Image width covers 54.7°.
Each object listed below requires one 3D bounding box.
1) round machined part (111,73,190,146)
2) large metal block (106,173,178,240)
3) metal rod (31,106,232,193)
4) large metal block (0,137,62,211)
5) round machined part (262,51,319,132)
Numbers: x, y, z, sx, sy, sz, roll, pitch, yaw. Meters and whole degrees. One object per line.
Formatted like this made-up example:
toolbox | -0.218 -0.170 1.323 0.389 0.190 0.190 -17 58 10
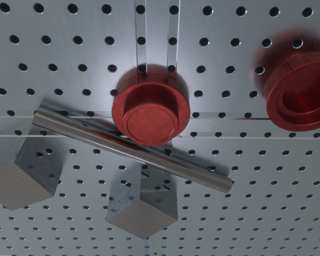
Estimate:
round machined part | -0.011 -0.016 0.387 0.099 0.042 0.097 0 130 0
large metal block | -0.028 0.130 0.506 0.080 0.050 0.080 36 121 -27
metal rod | -0.026 0.037 0.442 0.302 0.025 0.025 22 127 -18
large metal block | -0.206 0.069 0.452 0.080 0.050 0.080 -21 127 16
round machined part | 0.170 -0.046 0.363 0.099 0.042 0.097 0 130 0
